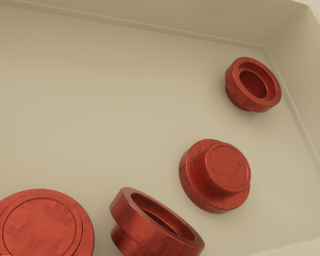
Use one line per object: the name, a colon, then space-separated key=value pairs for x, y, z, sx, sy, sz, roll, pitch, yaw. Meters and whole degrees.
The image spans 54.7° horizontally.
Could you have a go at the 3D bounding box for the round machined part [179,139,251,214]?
round machined part: x=0.077 y=0.057 z=0.401 sx=0.099 sy=0.042 sz=0.098 roll=14 pitch=56 yaw=-21

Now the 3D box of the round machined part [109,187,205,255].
round machined part: x=-0.009 y=0.103 z=0.304 sx=0.098 sy=0.098 sz=0.042 roll=34 pitch=89 yaw=-6

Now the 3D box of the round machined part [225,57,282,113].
round machined part: x=0.149 y=-0.067 z=0.515 sx=0.099 sy=0.042 sz=0.098 roll=14 pitch=56 yaw=-21

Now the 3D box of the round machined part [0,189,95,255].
round machined part: x=-0.105 y=0.096 z=0.269 sx=0.099 sy=0.042 sz=0.098 roll=15 pitch=45 yaw=-16
